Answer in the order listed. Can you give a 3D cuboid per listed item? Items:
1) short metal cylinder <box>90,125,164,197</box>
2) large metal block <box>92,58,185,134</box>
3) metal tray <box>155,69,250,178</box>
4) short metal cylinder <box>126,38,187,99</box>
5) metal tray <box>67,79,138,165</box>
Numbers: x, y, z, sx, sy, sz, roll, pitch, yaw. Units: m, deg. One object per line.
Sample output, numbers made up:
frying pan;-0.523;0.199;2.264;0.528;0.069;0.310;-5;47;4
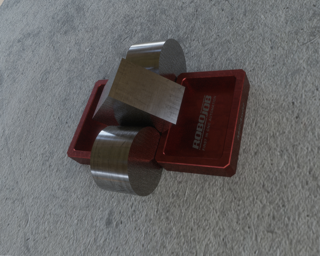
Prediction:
short metal cylinder;-0.036;0.037;0.366;0.050;0.080;0.080;2;63;29
large metal block;-0.028;-0.030;0.377;0.080;0.080;0.050;-35;36;61
metal tray;0.054;-0.009;0.380;0.090;0.030;0.130;2;62;29
short metal cylinder;-0.004;-0.078;0.420;0.050;0.080;0.080;2;63;29
metal tray;-0.070;-0.010;0.445;0.090;0.030;0.130;2;62;29
